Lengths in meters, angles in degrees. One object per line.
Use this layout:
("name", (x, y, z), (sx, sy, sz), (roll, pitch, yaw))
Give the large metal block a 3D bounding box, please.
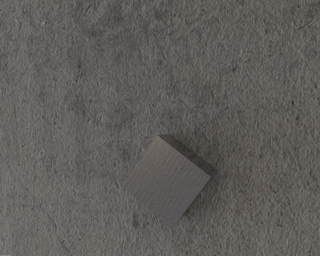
("large metal block", (0.014, 0.064, 0.391), (0.080, 0.050, 0.080), (38, 102, 16))
